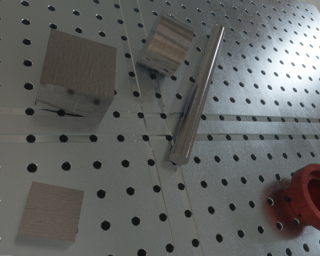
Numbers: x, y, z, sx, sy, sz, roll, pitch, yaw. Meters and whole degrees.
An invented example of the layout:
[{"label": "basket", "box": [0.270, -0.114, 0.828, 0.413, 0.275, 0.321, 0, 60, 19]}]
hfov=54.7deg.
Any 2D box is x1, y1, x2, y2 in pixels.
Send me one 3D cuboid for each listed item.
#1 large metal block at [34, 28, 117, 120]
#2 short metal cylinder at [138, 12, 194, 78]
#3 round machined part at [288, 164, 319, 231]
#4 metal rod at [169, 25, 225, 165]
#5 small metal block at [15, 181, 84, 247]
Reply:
[{"label": "large metal block", "box": [-0.101, -0.063, 0.377, 0.081, 0.050, 0.080, 12, 57, -22]}, {"label": "short metal cylinder", "box": [0.007, -0.121, 0.452, 0.050, 0.080, 0.080, 24, 53, -14]}, {"label": "round machined part", "box": [0.232, 0.106, 0.461, 0.099, 0.042, 0.098, 14, 56, -21]}, {"label": "metal rod", "box": [0.067, -0.071, 0.489, 0.025, 0.025, 0.300, 29, 52, -10]}, {"label": "small metal block", "box": [-0.106, 0.084, 0.301, 0.050, 0.025, 0.050, 16, 55, -20]}]
